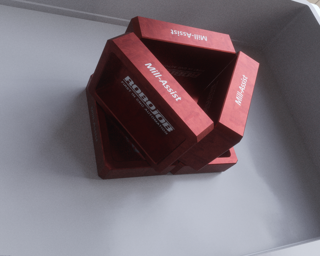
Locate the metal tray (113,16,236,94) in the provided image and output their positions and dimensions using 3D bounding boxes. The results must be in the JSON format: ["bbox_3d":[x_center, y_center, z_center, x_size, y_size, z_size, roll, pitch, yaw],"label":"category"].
[{"bbox_3d":[0.015,-0.082,0.380,0.131,0.090,0.030,2,62,-27],"label":"metal tray"}]

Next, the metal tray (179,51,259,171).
[{"bbox_3d":[0.070,-0.021,0.373,0.030,0.090,0.130,31,52,-8],"label":"metal tray"}]

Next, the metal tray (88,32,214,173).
[{"bbox_3d":[-0.016,-0.023,0.329,0.130,0.090,0.030,49,52,6],"label":"metal tray"}]

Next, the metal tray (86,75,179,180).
[{"bbox_3d":[-0.037,-0.005,0.385,0.091,0.030,0.130,0,61,-28],"label":"metal tray"}]

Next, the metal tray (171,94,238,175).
[{"bbox_3d":[0.045,-0.004,0.427,0.091,0.030,0.130,1,60,-27],"label":"metal tray"}]
